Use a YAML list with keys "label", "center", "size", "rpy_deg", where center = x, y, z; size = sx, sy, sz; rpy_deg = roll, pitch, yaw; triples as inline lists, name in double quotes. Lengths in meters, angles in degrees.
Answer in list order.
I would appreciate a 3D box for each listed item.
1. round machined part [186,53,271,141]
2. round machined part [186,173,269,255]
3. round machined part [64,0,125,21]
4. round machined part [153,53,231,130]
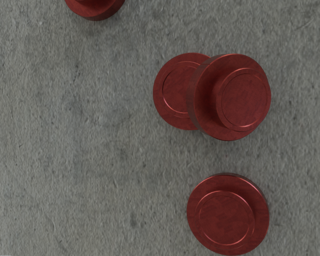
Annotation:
- label: "round machined part"
  center: [0.082, -0.033, 0.343]
  size: [0.099, 0.042, 0.097]
  rpy_deg: [-4, 102, -20]
- label: "round machined part"
  center: [0.079, 0.105, 0.372]
  size: [0.098, 0.042, 0.097]
  rpy_deg: [0, 90, 19]
- label: "round machined part"
  center: [-0.097, -0.205, 0.433]
  size: [0.098, 0.042, 0.097]
  rpy_deg: [0, 90, 19]
- label: "round machined part"
  center: [0.037, -0.046, 0.387]
  size: [0.098, 0.042, 0.097]
  rpy_deg: [0, 90, 19]
